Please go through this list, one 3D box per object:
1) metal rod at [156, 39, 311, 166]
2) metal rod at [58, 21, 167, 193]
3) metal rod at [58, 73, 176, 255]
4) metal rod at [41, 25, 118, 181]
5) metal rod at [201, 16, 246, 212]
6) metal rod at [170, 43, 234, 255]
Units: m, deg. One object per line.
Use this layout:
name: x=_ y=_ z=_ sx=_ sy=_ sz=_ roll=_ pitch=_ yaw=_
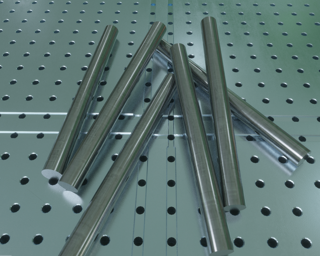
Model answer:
metal rod: x=0.084 y=-0.054 z=0.453 sx=0.025 sy=0.025 sz=0.300 roll=-30 pitch=56 yaw=-23
metal rod: x=-0.053 y=-0.049 z=0.431 sx=0.025 sy=0.025 sz=0.300 roll=16 pitch=57 yaw=13
metal rod: x=-0.037 y=0.034 z=0.378 sx=0.025 sy=0.025 sz=0.301 roll=17 pitch=52 yaw=14
metal rod: x=-0.106 y=-0.059 z=0.456 sx=0.025 sy=0.025 sz=0.300 roll=6 pitch=50 yaw=5
metal rod: x=0.079 y=-0.040 z=0.415 sx=0.025 sy=0.025 sz=0.300 roll=-1 pitch=58 yaw=0
metal rod: x=0.044 y=0.001 z=0.390 sx=0.025 sy=0.025 sz=0.300 roll=-5 pitch=55 yaw=-4
